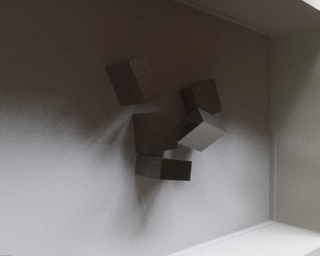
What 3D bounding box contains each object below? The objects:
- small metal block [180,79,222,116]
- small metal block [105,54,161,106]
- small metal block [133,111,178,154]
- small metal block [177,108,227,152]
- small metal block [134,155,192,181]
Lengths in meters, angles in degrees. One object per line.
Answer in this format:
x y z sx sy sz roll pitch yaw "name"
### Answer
0.061 -0.041 0.458 0.050 0.025 0.050 -26 107 -37 "small metal block"
-0.032 -0.055 0.363 0.025 0.050 0.050 -33 111 -35 "small metal block"
-0.006 0.005 0.402 0.050 0.025 0.050 -8 95 -40 "small metal block"
0.055 0.004 0.433 0.050 0.050 0.025 23 38 -38 "small metal block"
0.004 0.051 0.394 0.050 0.050 0.025 11 84 -40 "small metal block"
